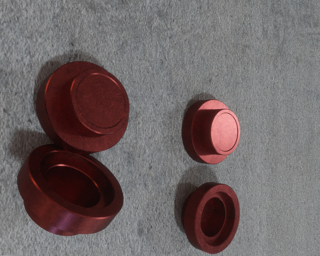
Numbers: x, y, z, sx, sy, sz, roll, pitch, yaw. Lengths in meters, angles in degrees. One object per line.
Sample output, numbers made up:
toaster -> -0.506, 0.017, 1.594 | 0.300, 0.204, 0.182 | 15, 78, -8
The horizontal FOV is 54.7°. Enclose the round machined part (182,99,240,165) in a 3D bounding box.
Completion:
round machined part -> 0.082, 0.006, 0.463 | 0.099, 0.042, 0.097 | 0, 90, -40

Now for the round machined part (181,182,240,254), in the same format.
round machined part -> 0.070, 0.127, 0.452 | 0.099, 0.042, 0.097 | 0, 90, -40

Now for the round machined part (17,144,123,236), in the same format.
round machined part -> -0.088, 0.063, 0.296 | 0.099, 0.098, 0.042 | 23, 112, -38

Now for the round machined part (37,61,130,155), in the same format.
round machined part -> -0.071, -0.023, 0.322 | 0.099, 0.042, 0.098 | 14, 69, -41
